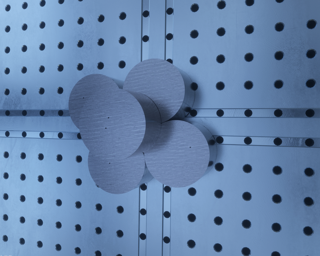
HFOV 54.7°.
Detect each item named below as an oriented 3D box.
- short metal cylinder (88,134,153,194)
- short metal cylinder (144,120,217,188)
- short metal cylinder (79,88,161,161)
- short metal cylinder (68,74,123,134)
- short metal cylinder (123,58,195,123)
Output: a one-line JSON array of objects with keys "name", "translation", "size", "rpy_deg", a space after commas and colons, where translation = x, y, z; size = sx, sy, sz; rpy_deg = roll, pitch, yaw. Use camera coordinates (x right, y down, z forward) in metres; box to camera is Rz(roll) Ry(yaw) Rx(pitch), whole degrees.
[{"name": "short metal cylinder", "translation": [-0.048, 0.044, 0.414], "size": [0.080, 0.050, 0.079], "rpy_deg": [0, 90, 19]}, {"name": "short metal cylinder", "translation": [0.027, 0.030, 0.388], "size": [0.080, 0.050, 0.079], "rpy_deg": [0, 90, 19]}, {"name": "short metal cylinder", "translation": [-0.045, -0.005, 0.359], "size": [0.080, 0.050, 0.079], "rpy_deg": [1, 92, 19]}, {"name": "short metal cylinder", "translation": [-0.076, -0.031, 0.424], "size": [0.080, 0.050, 0.079], "rpy_deg": [0, 90, 19]}, {"name": "short metal cylinder", "translation": [0.000, -0.044, 0.398], "size": [0.080, 0.050, 0.079], "rpy_deg": [0, 90, 19]}]
